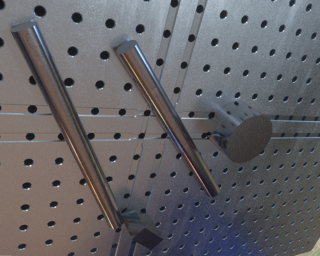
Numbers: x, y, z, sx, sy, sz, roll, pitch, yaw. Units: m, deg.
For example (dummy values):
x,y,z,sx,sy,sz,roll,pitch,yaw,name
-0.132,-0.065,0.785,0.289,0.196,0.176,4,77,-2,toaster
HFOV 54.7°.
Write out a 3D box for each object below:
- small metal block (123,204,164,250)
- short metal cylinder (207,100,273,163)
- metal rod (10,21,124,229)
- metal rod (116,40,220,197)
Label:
x,y,z,sx,sy,sz,roll,pitch,yaw,name
-0.028,0.152,0.474,0.025,0.050,0.050,-43,130,1,small metal block
0.119,0.005,0.463,0.081,0.050,0.079,-14,124,-21,short metal cylinder
-0.095,0.023,0.373,0.025,0.025,0.298,-25,128,-13,metal rod
0.027,0.009,0.431,0.025,0.025,0.299,-36,129,-4,metal rod
